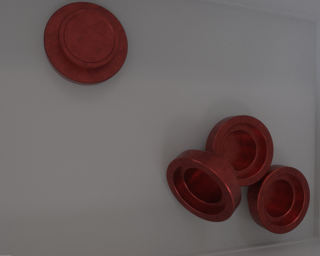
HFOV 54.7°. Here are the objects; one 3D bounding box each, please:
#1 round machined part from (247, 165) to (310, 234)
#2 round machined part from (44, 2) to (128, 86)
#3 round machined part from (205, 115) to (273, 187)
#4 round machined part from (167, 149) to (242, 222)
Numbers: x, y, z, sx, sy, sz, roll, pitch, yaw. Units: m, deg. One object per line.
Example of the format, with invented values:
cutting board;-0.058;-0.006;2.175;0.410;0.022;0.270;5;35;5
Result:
round machined part;0.171;0.103;0.462;0.099;0.042;0.097;-1;94;-23
round machined part;-0.086;-0.102;0.369;0.099;0.042;0.097;0;90;-20
round machined part;0.108;0.031;0.441;0.099;0.042;0.097;0;90;-20
round machined part;0.060;0.069;0.398;0.042;0.098;0.098;-38;104;-39
